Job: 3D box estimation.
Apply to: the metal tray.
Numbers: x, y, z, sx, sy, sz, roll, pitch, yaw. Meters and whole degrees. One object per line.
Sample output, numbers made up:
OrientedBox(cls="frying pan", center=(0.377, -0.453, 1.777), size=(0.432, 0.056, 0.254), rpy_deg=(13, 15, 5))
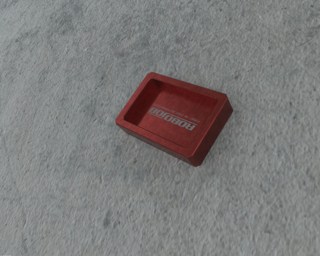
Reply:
OrientedBox(cls="metal tray", center=(0.015, -0.016, 0.401), size=(0.130, 0.030, 0.090), rpy_deg=(24, 74, 36))
